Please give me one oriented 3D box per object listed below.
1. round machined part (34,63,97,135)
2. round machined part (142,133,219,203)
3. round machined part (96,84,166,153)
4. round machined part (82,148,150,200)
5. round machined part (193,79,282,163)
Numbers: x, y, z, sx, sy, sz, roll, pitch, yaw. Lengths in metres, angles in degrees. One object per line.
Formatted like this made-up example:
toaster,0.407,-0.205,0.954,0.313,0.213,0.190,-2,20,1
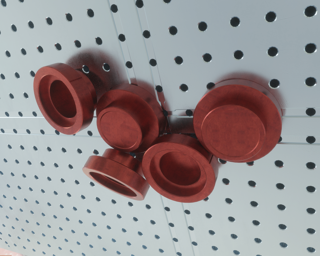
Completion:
round machined part,-0.126,-0.043,0.431,0.098,0.042,0.097,18,123,30
round machined part,0.029,0.048,0.411,0.098,0.042,0.097,11,124,17
round machined part,-0.046,-0.006,0.419,0.098,0.042,0.097,13,124,20
round machined part,-0.059,0.065,0.452,0.098,0.042,0.098,21,156,11
round machined part,0.084,-0.002,0.348,0.098,0.042,0.097,9,119,18
